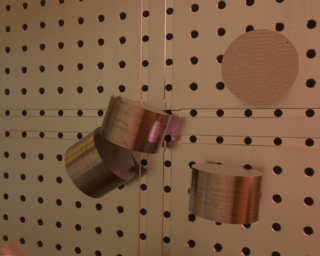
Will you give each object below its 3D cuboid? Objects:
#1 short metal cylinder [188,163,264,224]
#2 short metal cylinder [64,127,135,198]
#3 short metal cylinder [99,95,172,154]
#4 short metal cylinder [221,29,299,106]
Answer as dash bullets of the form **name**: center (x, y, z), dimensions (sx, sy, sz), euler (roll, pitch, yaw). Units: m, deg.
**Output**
- **short metal cylinder**: center (0.075, 0.072, 0.357), dimensions (0.080, 0.080, 0.050), euler (6, 92, 19)
- **short metal cylinder**: center (-0.078, 0.045, 0.410), dimensions (0.050, 0.080, 0.080), euler (-34, 80, 17)
- **short metal cylinder**: center (-0.031, -0.005, 0.393), dimensions (0.080, 0.080, 0.050), euler (22, 97, 18)
- **short metal cylinder**: center (0.115, -0.067, 0.359), dimensions (0.080, 0.050, 0.079), euler (0, 90, 19)
